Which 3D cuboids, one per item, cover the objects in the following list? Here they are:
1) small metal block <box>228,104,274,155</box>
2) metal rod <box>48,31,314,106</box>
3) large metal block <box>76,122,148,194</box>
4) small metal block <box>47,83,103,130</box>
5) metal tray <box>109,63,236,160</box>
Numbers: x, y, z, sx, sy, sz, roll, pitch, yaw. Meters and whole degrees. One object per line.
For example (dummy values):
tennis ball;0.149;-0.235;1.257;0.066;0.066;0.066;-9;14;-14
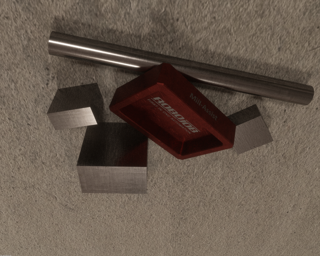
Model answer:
small metal block;0.115;0.003;0.412;0.050;0.025;0.050;-25;126;19
metal rod;0.032;-0.065;0.352;0.302;0.025;0.025;10;129;-9
large metal block;-0.056;0.037;0.402;0.081;0.080;0.050;1;130;-2
small metal block;-0.099;-0.026;0.367;0.050;0.050;0.025;-8;130;6
metal tray;0.017;-0.012;0.370;0.090;0.030;0.130;-20;133;43
